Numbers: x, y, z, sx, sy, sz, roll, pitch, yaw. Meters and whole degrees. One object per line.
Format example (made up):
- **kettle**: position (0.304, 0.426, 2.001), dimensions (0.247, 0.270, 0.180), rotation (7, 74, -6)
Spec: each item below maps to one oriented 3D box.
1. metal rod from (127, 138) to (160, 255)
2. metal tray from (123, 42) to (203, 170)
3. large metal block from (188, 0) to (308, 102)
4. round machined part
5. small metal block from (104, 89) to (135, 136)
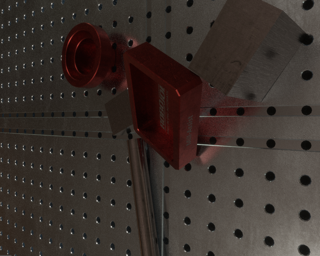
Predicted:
- **metal rod**: position (-0.014, 0.163, 0.418), dimensions (0.025, 0.025, 0.298), rotation (-13, 82, 39)
- **metal tray**: position (0.003, -0.021, 0.355), dimensions (0.090, 0.030, 0.129), rotation (41, 151, 32)
- **large metal block**: position (0.086, -0.075, 0.300), dimensions (0.050, 0.081, 0.080), rotation (43, 115, 30)
- **round machined part**: position (-0.108, -0.110, 0.485), dimensions (0.098, 0.042, 0.097), rotation (0, 90, 39)
- **small metal block**: position (-0.049, -0.022, 0.448), dimensions (0.050, 0.025, 0.050), rotation (-28, 73, 36)
